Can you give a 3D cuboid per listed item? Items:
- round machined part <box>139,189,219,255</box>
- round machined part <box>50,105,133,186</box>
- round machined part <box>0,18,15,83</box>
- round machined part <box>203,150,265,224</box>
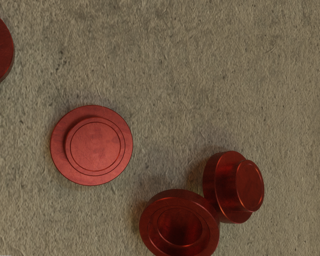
[{"bbox_3d":[0.026,0.120,0.393,0.098,0.042,0.097,4,109,11],"label":"round machined part"},{"bbox_3d":[-0.079,0.021,0.371,0.099,0.042,0.097,0,90,-20],"label":"round machined part"},{"bbox_3d":[-0.208,-0.087,0.323,0.099,0.042,0.097,0,90,-20],"label":"round machined part"},{"bbox_3d":[0.105,0.078,0.418,0.099,0.042,0.098,14,69,-41],"label":"round machined part"}]
